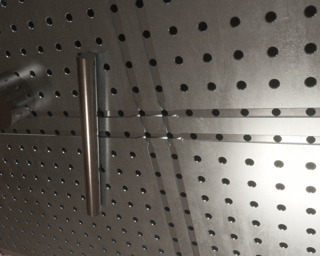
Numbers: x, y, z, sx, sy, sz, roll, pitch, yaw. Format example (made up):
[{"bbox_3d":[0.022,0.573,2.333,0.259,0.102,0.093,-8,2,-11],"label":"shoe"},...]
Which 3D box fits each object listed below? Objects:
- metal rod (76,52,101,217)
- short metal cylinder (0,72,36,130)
[{"bbox_3d":[-0.108,0.029,0.484,0.025,0.025,0.298,18,126,17],"label":"metal rod"},{"bbox_3d":[-0.250,-0.044,0.496,0.080,0.050,0.079,13,124,20],"label":"short metal cylinder"}]
